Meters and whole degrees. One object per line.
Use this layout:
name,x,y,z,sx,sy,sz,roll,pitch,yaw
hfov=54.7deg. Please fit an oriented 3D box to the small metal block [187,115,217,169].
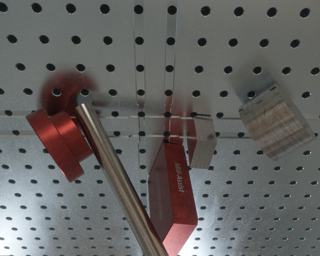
small metal block,0.055,0.019,0.412,0.025,0.050,0.050,5,130,-5

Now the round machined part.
round machined part,-0.121,0.016,0.388,0.042,0.098,0.098,-34,132,-18

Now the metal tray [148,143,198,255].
metal tray,0.012,0.095,0.423,0.030,0.130,0.089,10,130,-14

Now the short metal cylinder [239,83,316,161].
short metal cylinder,0.140,-0.007,0.372,0.050,0.080,0.080,-37,122,27

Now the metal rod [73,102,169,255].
metal rod,-0.028,0.104,0.371,0.025,0.025,0.299,-32,81,24
